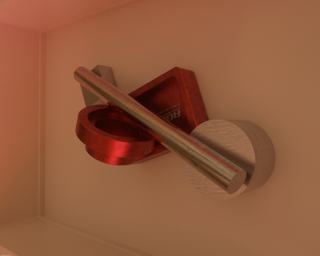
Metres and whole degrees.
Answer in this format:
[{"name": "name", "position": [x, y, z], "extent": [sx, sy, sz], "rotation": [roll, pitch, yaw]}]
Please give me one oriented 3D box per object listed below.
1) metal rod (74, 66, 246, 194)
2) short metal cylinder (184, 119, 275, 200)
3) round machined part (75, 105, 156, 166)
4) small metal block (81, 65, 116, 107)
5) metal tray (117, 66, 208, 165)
[{"name": "metal rod", "position": [-0.025, -0.017, 0.371], "extent": [0.300, 0.025, 0.025], "rotation": [35, 111, 41]}, {"name": "short metal cylinder", "position": [0.072, 0.031, 0.328], "extent": [0.080, 0.050, 0.079], "rotation": [0, 90, 39]}, {"name": "round machined part", "position": [-0.055, 0.011, 0.383], "extent": [0.098, 0.099, 0.042], "rotation": [34, 119, 34]}, {"name": "small metal block", "position": [-0.095, -0.063, 0.481], "extent": [0.050, 0.025, 0.050], "rotation": [-28, 73, 36]}, {"name": "metal tray", "position": [-0.005, -0.011, 0.403], "extent": [0.130, 0.030, 0.090], "rotation": [-24, 75, 37]}]
